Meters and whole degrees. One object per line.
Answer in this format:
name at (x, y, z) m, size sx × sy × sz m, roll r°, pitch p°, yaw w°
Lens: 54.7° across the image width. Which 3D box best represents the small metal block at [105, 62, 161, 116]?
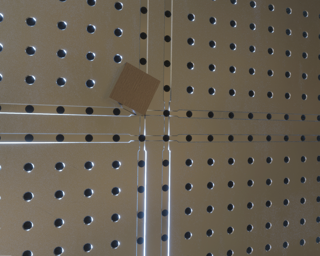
small metal block at (-0.035, -0.049, 0.401) m, size 0.050 × 0.025 × 0.050 m, roll 27°, pitch 81°, yaw -18°
